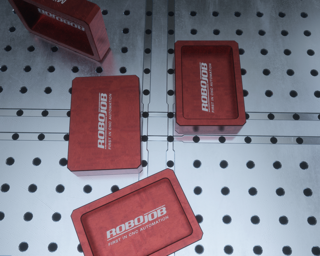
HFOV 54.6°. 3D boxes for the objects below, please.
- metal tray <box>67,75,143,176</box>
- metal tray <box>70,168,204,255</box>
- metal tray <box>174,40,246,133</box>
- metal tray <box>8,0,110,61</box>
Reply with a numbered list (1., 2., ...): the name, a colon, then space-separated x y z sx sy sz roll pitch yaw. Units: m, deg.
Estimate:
1. metal tray: -0.070 -0.005 0.411 0.090 0.030 0.130 -2 70 -1
2. metal tray: -0.027 0.115 0.366 0.131 0.030 0.090 -23 72 -8
3. metal tray: 0.066 -0.059 0.430 0.090 0.030 0.130 0 70 0
4. metal tray: -0.140 -0.151 0.431 0.130 0.090 0.030 24 72 8
